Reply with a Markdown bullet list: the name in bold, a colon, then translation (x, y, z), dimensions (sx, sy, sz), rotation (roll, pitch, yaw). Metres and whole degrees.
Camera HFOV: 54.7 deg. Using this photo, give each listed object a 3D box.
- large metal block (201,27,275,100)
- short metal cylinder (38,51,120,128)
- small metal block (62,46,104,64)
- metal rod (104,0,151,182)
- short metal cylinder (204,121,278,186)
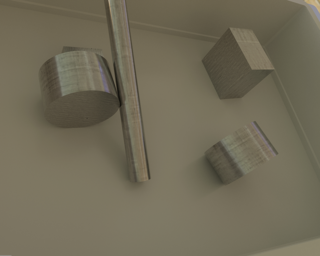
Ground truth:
- **large metal block**: translation (0.123, -0.103, 0.502), dimensions (0.050, 0.080, 0.080), rotation (-7, 66, -32)
- **short metal cylinder**: translation (-0.090, -0.041, 0.347), dimensions (0.081, 0.080, 0.050), rotation (-3, 64, -30)
- **small metal block**: translation (-0.098, -0.076, 0.401), dimensions (0.050, 0.025, 0.050), rotation (-4, 64, -30)
- **metal rod**: translation (-0.043, -0.087, 0.358), dimensions (0.025, 0.025, 0.298), rotation (-8, 91, -32)
- **short metal cylinder**: translation (0.106, 0.034, 0.409), dimensions (0.081, 0.080, 0.050), rotation (-22, 74, -36)
